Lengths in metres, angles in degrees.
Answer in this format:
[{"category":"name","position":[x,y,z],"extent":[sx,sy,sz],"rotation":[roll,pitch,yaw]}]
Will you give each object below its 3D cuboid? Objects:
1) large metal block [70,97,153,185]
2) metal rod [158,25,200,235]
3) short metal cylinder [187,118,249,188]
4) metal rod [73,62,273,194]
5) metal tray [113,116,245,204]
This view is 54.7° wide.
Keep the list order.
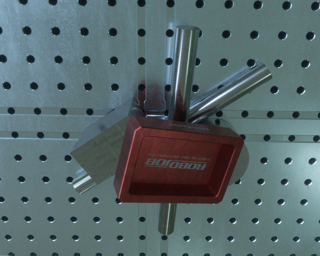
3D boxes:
[{"category":"large metal block","position":[-0.055,0.013,0.387],"extent":[0.080,0.080,0.050],"rotation":[-32,107,11]},{"category":"metal rod","position":[0.019,0.024,0.398],"extent":[0.025,0.025,0.298],"rotation":[3,119,-2]},{"category":"short metal cylinder","position":[0.072,0.033,0.412],"extent":[0.081,0.050,0.079],"rotation":[0,110,-1]},{"category":"metal rod","position":[0.009,0.006,0.416],"extent":[0.300,0.025,0.025],"rotation":[-32,107,10]},{"category":"metal tray","position":[0.021,0.040,0.350],"extent":[0.131,0.030,0.089],"rotation":[7,111,-23]}]
